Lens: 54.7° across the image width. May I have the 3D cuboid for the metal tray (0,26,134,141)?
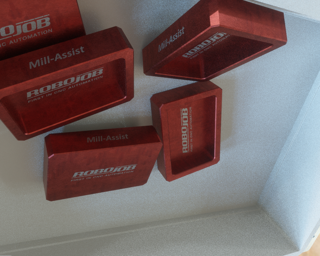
[{"bbox_3d":[-0.091,-0.041,0.304,0.131,0.030,0.090,-23,157,-15],"label":"metal tray"}]

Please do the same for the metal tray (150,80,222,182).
[{"bbox_3d":[0.039,0.006,0.431,0.091,0.030,0.129,-18,126,-18],"label":"metal tray"}]

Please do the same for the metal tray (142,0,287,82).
[{"bbox_3d":[0.049,-0.085,0.323,0.091,0.130,0.030,1,80,-30],"label":"metal tray"}]

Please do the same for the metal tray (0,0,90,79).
[{"bbox_3d":[-0.135,-0.086,0.263,0.131,0.030,0.090,-23,144,-15],"label":"metal tray"}]

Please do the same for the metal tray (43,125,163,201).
[{"bbox_3d":[-0.071,0.042,0.378,0.131,0.030,0.089,-5,138,-26],"label":"metal tray"}]
